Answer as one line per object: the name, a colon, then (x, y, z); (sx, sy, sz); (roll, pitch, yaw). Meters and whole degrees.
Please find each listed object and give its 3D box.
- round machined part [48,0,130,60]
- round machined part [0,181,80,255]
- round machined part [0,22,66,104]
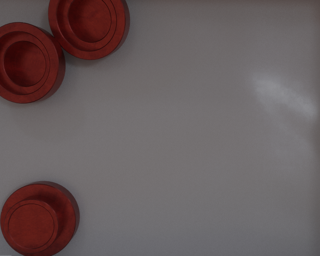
round machined part: (-0.085, -0.138, 0.391); (0.098, 0.042, 0.097); (3, 110, 9)
round machined part: (-0.159, 0.121, 0.402); (0.099, 0.042, 0.097); (0, 90, 0)
round machined part: (-0.167, -0.081, 0.396); (0.099, 0.042, 0.097); (1, 98, 6)
